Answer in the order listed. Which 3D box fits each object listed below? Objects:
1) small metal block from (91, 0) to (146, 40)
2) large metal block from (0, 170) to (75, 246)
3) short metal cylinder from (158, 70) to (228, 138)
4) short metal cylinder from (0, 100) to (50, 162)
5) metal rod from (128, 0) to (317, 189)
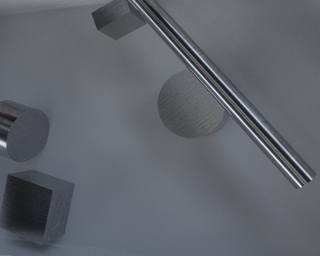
[{"bbox_3d":[-0.054,-0.147,0.415,0.050,0.050,0.025,-23,83,18],"label":"small metal block"},{"bbox_3d":[-0.183,0.114,0.460,0.080,0.050,0.079,14,95,19],"label":"large metal block"},{"bbox_3d":[0.043,-0.028,0.381,0.080,0.050,0.079,0,90,19],"label":"short metal cylinder"},{"bbox_3d":[-0.211,0.004,0.454,0.050,0.080,0.080,18,96,19],"label":"short metal cylinder"},{"bbox_3d":[0.052,-0.061,0.338,0.025,0.025,0.300,-43,77,15],"label":"metal rod"}]
